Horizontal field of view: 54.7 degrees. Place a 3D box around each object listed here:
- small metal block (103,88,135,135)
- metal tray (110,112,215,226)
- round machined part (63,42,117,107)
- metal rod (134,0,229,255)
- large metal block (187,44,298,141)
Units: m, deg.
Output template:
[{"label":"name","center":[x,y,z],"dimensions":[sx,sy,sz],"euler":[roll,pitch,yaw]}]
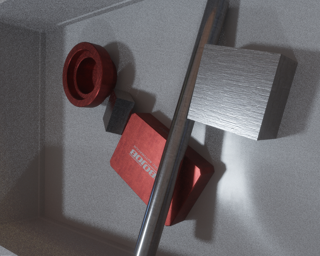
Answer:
[{"label":"small metal block","center":[-0.060,-0.024,0.439],"dimensions":[0.050,0.025,0.050],"euler":[-123,51,-63]},{"label":"metal tray","center":[-0.003,0.050,0.404],"dimensions":[0.130,0.030,0.089],"euler":[40,114,32]},{"label":"round machined part","center":[-0.105,-0.080,0.480],"dimensions":[0.098,0.042,0.097],"euler":[0,90,39]},{"label":"metal rod","center":[0.024,0.000,0.351],"dimensions":[0.025,0.025,0.298],"euler":[16,90,38]},{"label":"large metal block","center":[0.084,-0.038,0.321],"dimensions":[0.080,0.050,0.079],"euler":[20,103,38]}]
